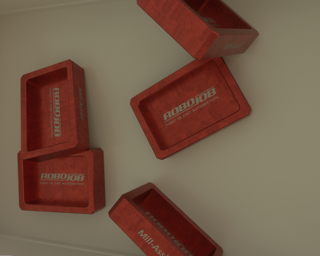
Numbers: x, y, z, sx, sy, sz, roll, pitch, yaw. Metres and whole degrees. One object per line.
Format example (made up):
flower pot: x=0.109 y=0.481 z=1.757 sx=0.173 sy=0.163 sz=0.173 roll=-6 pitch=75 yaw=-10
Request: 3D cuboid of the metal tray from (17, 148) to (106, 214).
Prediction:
metal tray: x=-0.147 y=0.076 z=0.457 sx=0.130 sy=0.030 sz=0.089 roll=-3 pitch=89 yaw=19

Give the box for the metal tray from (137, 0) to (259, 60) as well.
metal tray: x=0.047 y=-0.118 z=0.336 sx=0.090 sy=0.131 sz=0.030 roll=47 pitch=125 yaw=14

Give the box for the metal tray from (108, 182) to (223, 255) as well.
metal tray: x=0.010 y=0.126 z=0.371 sx=0.130 sy=0.090 sz=0.030 roll=41 pitch=103 yaw=15

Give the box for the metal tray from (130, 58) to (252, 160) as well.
metal tray: x=0.037 y=-0.027 z=0.394 sx=0.130 sy=0.030 sz=0.090 roll=-29 pitch=81 yaw=17

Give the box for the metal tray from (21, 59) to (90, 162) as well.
metal tray: x=-0.151 y=-0.024 z=0.441 sx=0.090 sy=0.030 sz=0.129 roll=-14 pitch=72 yaw=16
